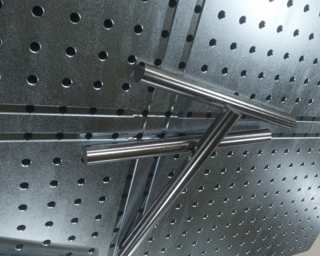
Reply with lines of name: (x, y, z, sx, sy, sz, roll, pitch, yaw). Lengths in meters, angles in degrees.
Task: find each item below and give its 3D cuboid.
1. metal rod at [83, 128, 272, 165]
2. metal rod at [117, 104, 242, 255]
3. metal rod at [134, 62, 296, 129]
metal rod: (0.042, 0.023, 0.450, 0.303, 0.025, 0.025, -5, 121, -27)
metal rod: (0.019, 0.092, 0.457, 0.025, 0.025, 0.298, 18, 116, -36)
metal rod: (0.098, -0.038, 0.443, 0.302, 0.025, 0.025, 12, 112, -34)
